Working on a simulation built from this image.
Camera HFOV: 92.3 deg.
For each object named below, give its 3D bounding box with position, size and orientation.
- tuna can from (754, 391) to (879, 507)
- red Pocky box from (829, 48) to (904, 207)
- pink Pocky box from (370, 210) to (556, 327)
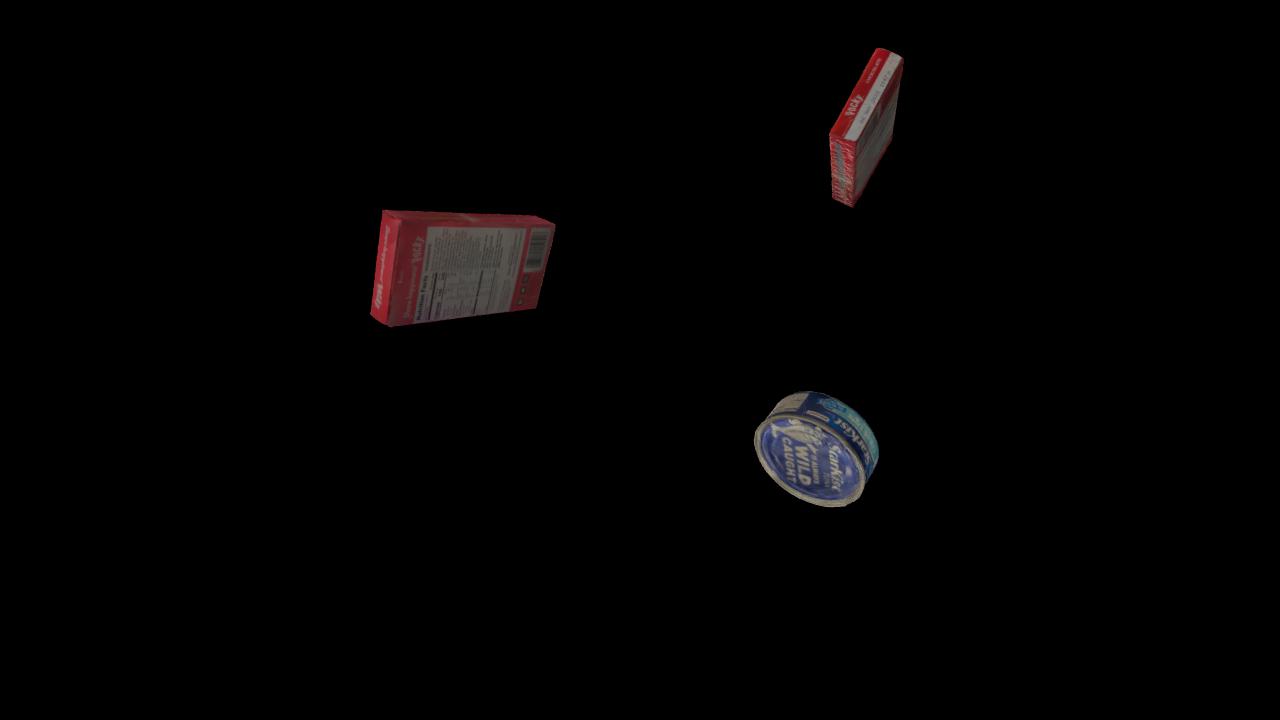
[{"bbox_3d":[0.128,0.065,0.448,0.084,0.084,0.034,0,33,46],"label":"tuna can"},{"bbox_3d":[0.209,-0.209,0.578,0.028,0.083,0.155,29,3,19],"label":"red Pocky box"},{"bbox_3d":[-0.140,-0.077,0.505,0.029,0.084,0.155,31,26,29],"label":"pink Pocky box"}]
